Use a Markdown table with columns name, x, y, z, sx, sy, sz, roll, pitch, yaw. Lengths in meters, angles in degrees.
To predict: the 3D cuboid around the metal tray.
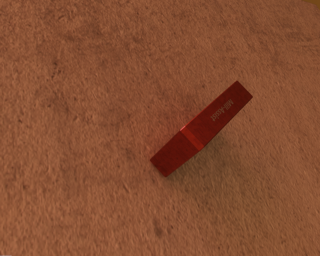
| name | x | y | z | sx | sy | sz | roll | pitch | yaw |
| --- | --- | --- | --- | --- | --- | --- | --- | --- | --- |
| metal tray | 0.053 | 0.000 | 0.392 | 0.030 | 0.090 | 0.131 | 48 | 51 | 4 |
